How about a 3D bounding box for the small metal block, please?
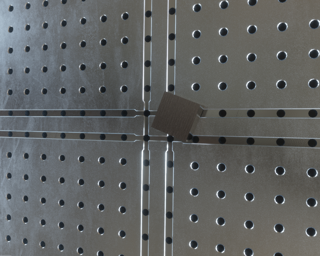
[{"bbox_3d":[0.023,-0.015,0.405,0.050,0.025,0.050,23,98,18],"label":"small metal block"}]
